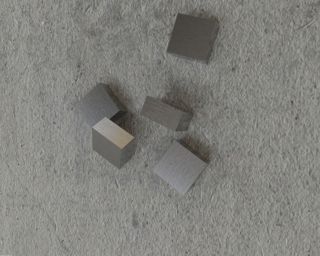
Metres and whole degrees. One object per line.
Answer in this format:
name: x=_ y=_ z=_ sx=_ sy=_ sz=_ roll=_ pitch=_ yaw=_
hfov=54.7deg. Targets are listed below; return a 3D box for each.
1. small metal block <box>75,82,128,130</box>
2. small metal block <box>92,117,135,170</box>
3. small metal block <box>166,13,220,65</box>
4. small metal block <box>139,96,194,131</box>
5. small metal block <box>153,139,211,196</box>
small metal block: x=-0.083 y=-0.028 z=0.438 sx=0.050 sy=0.025 sz=0.050 roll=-40 pitch=78 yaw=15
small metal block: x=-0.064 y=0.021 z=0.417 sx=0.050 sy=0.025 sz=0.050 roll=34 pitch=143 yaw=16
small metal block: x=0.042 y=-0.113 z=0.394 sx=0.050 sy=0.025 sz=0.050 roll=19 pitch=96 yaw=19
small metal block: x=0.010 y=-0.018 z=0.392 sx=0.050 sy=0.050 sz=0.025 roll=26 pitch=99 yaw=18
small metal block: x=0.028 y=0.049 z=0.399 sx=0.050 sy=0.025 sz=0.050 roll=37 pitch=102 yaw=16
